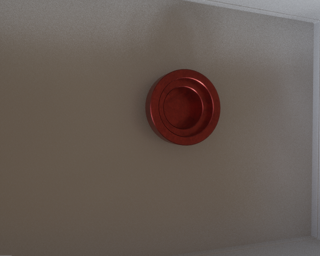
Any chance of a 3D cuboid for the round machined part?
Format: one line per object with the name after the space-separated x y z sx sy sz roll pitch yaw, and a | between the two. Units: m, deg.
0.027 -0.026 0.413 0.099 0.042 0.097 0 90 -21 | round machined part
